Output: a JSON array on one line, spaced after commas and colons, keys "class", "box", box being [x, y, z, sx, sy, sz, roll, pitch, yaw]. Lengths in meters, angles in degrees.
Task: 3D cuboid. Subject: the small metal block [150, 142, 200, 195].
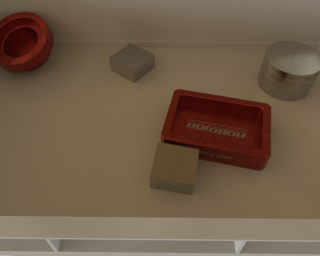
[{"class": "small metal block", "box": [0.018, 0.047, 0.366, 0.050, 0.025, 0.050, 9, 50, 6]}]

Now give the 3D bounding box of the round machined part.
[{"class": "round machined part", "box": [-0.213, -0.129, 0.486, 0.099, 0.042, 0.098, -3, 69, 7]}]

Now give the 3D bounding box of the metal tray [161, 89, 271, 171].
[{"class": "metal tray", "box": [0.074, -0.001, 0.403, 0.131, 0.030, 0.090, 11, 51, 8]}]

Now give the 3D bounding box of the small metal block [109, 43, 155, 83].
[{"class": "small metal block", "box": [-0.044, -0.104, 0.492, 0.050, 0.025, 0.050, 31, 56, 23]}]

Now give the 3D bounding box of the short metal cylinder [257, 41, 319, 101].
[{"class": "short metal cylinder", "box": [0.193, -0.086, 0.464, 0.081, 0.050, 0.080, 0, 50, 0]}]
